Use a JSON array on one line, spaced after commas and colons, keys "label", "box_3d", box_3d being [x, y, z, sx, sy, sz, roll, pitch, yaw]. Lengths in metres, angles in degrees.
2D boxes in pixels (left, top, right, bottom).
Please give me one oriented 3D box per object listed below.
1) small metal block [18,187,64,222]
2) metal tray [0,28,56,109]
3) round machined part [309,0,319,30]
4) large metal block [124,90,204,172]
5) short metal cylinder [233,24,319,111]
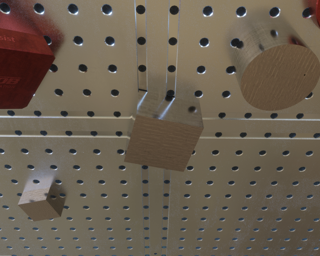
[{"label": "small metal block", "box_3d": [-0.198, 0.129, 0.519, 0.050, 0.025, 0.050, -12, 129, 10]}, {"label": "metal tray", "box_3d": [-0.184, -0.058, 0.307, 0.131, 0.030, 0.090, -6, 147, -52]}, {"label": "round machined part", "box_3d": [0.200, -0.126, 0.295, 0.099, 0.042, 0.097, 0, 130, 0]}, {"label": "large metal block", "box_3d": [0.002, 0.006, 0.400, 0.081, 0.050, 0.079, 11, 129, -10]}, {"label": "short metal cylinder", "box_3d": [0.124, -0.066, 0.340, 0.081, 0.050, 0.079, 0, 130, 0]}]
